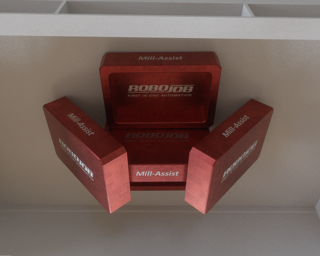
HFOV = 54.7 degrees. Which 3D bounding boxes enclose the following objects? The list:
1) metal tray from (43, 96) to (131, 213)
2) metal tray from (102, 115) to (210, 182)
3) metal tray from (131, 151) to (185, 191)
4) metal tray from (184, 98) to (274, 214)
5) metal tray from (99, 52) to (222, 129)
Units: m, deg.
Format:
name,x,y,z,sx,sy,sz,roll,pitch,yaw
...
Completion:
name,x,y,z,sx,sy,sz,roll,pitch,yaw
metal tray,-0.088,0.030,0.371,0.030,0.130,0.089,-30,139,-31
metal tray,-0.004,0.022,0.383,0.131,0.090,0.030,0,130,-1
metal tray,-0.003,0.050,0.444,0.131,0.030,0.089,0,130,-1
metal tray,0.084,0.031,0.374,0.030,0.131,0.089,31,138,30
metal tray,0.001,-0.042,0.367,0.131,0.030,0.089,-1,131,-1
